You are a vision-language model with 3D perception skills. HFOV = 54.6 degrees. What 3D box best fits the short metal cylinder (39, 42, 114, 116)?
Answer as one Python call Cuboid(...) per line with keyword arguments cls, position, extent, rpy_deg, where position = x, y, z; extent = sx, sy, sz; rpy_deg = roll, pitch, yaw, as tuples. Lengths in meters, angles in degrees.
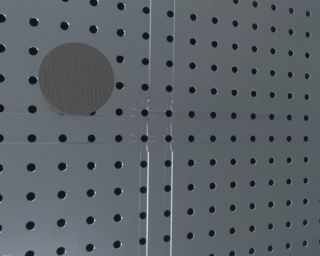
Cuboid(cls="short metal cylinder", position=(-0.098, -0.054, 0.363), extent=(0.081, 0.050, 0.080), rpy_deg=(0, 90, -20))
